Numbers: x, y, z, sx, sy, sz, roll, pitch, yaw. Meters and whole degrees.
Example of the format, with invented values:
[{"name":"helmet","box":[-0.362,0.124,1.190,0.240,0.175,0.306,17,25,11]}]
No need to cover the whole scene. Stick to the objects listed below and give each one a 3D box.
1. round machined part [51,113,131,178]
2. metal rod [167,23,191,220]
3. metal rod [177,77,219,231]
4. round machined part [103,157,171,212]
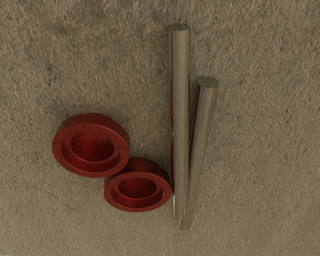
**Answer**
[{"name":"round machined part","box":[-0.088,0.019,0.411,0.099,0.042,0.097,0,130,0]},{"name":"metal rod","box":[0.026,0.016,0.407,0.025,0.025,0.298,-2,126,1]},{"name":"metal rod","box":[0.050,0.060,0.458,0.025,0.025,0.298,2,130,-2]},{"name":"round machined part","box":[-0.033,0.081,0.463,0.099,0.042,0.097,-2,133,-2]}]
